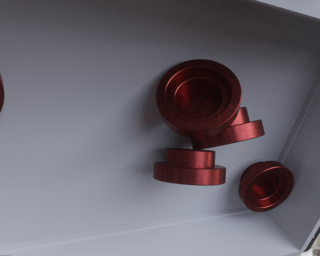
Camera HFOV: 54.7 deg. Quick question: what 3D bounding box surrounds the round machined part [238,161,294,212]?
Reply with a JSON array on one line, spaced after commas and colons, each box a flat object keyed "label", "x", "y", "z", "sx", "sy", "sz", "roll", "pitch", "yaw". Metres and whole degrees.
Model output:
[{"label": "round machined part", "x": 0.185, "y": 0.100, "z": 0.557, "sx": 0.099, "sy": 0.042, "sz": 0.097, "roll": -8, "pitch": 118, "yaw": -14}]

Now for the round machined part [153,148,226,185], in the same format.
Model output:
[{"label": "round machined part", "x": 0.041, "y": 0.050, "z": 0.425, "sx": 0.099, "sy": 0.098, "sz": 0.042, "roll": 5, "pitch": 88, "yaw": -31}]

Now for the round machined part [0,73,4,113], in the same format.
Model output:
[{"label": "round machined part", "x": -0.193, "y": -0.029, "z": 0.274, "sx": 0.099, "sy": 0.042, "sz": 0.097, "roll": -14, "pitch": 125, "yaw": -21}]

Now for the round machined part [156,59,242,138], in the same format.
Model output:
[{"label": "round machined part", "x": 0.047, "y": -0.032, "z": 0.375, "sx": 0.098, "sy": 0.098, "sz": 0.042, "roll": -33, "pitch": 154, "yaw": -7}]

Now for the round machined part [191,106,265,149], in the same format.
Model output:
[{"label": "round machined part", "x": 0.089, "y": -0.001, "z": 0.424, "sx": 0.099, "sy": 0.098, "sz": 0.042, "roll": -12, "pitch": 88, "yaw": -23}]
